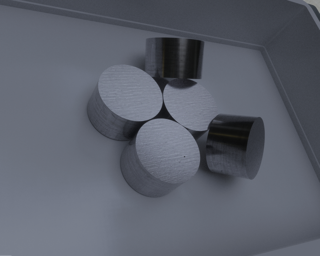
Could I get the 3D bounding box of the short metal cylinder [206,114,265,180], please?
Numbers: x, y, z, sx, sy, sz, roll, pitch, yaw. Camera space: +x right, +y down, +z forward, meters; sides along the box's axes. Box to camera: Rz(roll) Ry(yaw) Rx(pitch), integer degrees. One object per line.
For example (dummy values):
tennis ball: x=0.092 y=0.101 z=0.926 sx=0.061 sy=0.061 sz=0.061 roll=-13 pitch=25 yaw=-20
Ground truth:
short metal cylinder: x=0.100 y=0.023 z=0.403 sx=0.081 sy=0.050 sz=0.079 roll=-17 pitch=111 yaw=-55

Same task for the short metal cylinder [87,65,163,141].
short metal cylinder: x=-0.044 y=-0.031 z=0.384 sx=0.081 sy=0.050 sz=0.080 roll=14 pitch=56 yaw=-21

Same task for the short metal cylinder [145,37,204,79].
short metal cylinder: x=0.020 y=-0.095 z=0.429 sx=0.081 sy=0.080 sz=0.050 roll=-3 pitch=102 yaw=-30

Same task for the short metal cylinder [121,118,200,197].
short metal cylinder: x=0.000 y=0.036 z=0.367 sx=0.081 sy=0.050 sz=0.080 roll=14 pitch=56 yaw=-21

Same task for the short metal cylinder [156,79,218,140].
short metal cylinder: x=0.030 y=-0.020 z=0.417 sx=0.081 sy=0.050 sz=0.080 roll=14 pitch=56 yaw=-21
